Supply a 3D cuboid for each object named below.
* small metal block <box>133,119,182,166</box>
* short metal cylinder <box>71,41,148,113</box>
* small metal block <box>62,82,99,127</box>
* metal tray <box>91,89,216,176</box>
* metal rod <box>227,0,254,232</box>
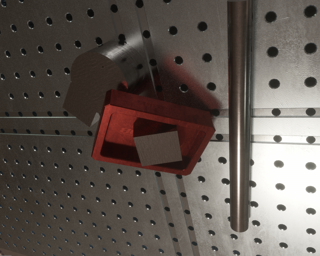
[{"bbox_3d":[-0.002,0.017,0.374,0.050,0.025,0.050,-9,131,3],"label":"small metal block"},{"bbox_3d":[-0.063,-0.063,0.388,0.080,0.050,0.079,13,124,20],"label":"short metal cylinder"},{"bbox_3d":[-0.106,-0.038,0.442,0.050,0.025,0.050,36,129,4],"label":"small metal block"},{"bbox_3d":[-0.010,0.010,0.380,0.131,0.030,0.089,12,129,-14],"label":"metal tray"},{"bbox_3d":[0.094,0.008,0.365,0.025,0.025,0.298,6,122,24],"label":"metal rod"}]
